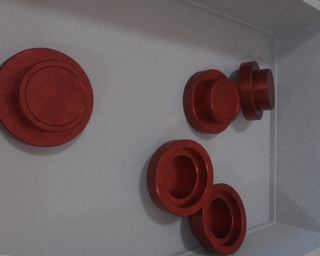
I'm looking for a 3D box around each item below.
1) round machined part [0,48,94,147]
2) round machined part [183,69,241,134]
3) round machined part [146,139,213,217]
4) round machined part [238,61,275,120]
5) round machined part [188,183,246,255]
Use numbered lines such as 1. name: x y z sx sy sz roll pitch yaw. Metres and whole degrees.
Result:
1. round machined part: -0.109 -0.030 0.304 0.099 0.042 0.097 0 90 -40
2. round machined part: 0.084 -0.040 0.466 0.099 0.042 0.097 0 90 -40
3. round machined part: 0.022 0.064 0.411 0.099 0.042 0.097 3 85 -37
4. round machined part: 0.162 -0.062 0.510 0.098 0.042 0.097 12 76 -61
5. round machined part: 0.080 0.132 0.453 0.099 0.042 0.098 15 66 -38
